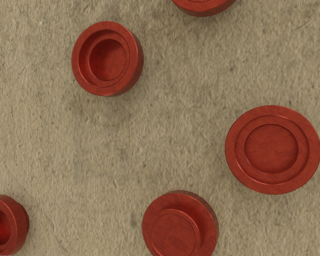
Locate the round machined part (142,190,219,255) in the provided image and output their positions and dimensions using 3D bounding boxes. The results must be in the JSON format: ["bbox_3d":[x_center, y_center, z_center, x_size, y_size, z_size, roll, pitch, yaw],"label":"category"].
[{"bbox_3d":[0.022,0.131,0.392,0.098,0.042,0.097,0,90,19],"label":"round machined part"}]

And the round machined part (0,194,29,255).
[{"bbox_3d":[-0.247,0.152,0.485,0.098,0.042,0.097,0,90,19],"label":"round machined part"}]

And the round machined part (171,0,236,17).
[{"bbox_3d":[0.057,-0.185,0.379,0.098,0.042,0.097,0,90,19],"label":"round machined part"}]

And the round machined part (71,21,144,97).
[{"bbox_3d":[-0.067,-0.091,0.422,0.098,0.042,0.097,0,90,19],"label":"round machined part"}]

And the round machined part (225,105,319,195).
[{"bbox_3d":[0.127,0.024,0.355,0.098,0.042,0.097,0,90,19],"label":"round machined part"}]
